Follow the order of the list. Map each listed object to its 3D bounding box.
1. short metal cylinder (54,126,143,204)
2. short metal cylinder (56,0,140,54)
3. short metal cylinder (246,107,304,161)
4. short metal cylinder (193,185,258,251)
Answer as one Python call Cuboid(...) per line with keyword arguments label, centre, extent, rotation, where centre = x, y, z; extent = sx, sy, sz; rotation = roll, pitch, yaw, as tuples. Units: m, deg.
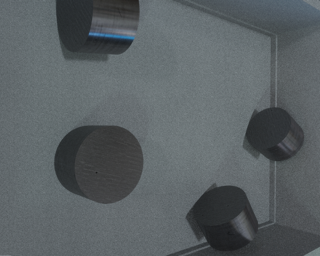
Cuboid(label="short metal cylinder", centre=(-0.065, 0.037, 0.335), extent=(0.081, 0.050, 0.080), rotation=(0, 90, -40))
Cuboid(label="short metal cylinder", centre=(-0.065, -0.117, 0.316), extent=(0.050, 0.080, 0.079), rotation=(-8, 95, -40))
Cuboid(label="short metal cylinder", centre=(0.199, 0.011, 0.537), extent=(0.050, 0.080, 0.080), rotation=(35, 69, -35))
Cuboid(label="short metal cylinder", centre=(0.095, 0.130, 0.451), extent=(0.080, 0.080, 0.050), rotation=(-41, 115, -32))
